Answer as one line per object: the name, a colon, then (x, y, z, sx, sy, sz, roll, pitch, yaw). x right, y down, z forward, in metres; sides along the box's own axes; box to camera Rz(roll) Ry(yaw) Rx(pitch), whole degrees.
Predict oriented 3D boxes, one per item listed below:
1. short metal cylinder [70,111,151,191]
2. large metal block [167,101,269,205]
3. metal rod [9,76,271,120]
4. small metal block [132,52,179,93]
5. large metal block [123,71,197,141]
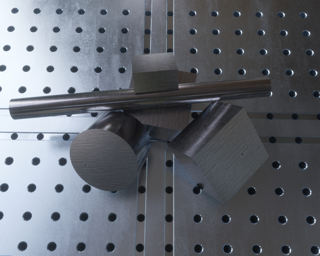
short metal cylinder: (-0.056, 0.026, 0.362, 0.080, 0.079, 0.050, 18, 28, 6)
large metal block: (0.070, 0.027, 0.363, 0.080, 0.050, 0.080, -43, 120, -14)
metal rod: (-0.021, -0.036, 0.368, 0.302, 0.025, 0.025, -5, 70, -2)
small metal block: (-0.007, -0.066, 0.366, 0.050, 0.025, 0.050, -5, 35, -2)
large metal block: (0.000, -0.031, 0.406, 0.080, 0.050, 0.080, 10, 70, 3)
